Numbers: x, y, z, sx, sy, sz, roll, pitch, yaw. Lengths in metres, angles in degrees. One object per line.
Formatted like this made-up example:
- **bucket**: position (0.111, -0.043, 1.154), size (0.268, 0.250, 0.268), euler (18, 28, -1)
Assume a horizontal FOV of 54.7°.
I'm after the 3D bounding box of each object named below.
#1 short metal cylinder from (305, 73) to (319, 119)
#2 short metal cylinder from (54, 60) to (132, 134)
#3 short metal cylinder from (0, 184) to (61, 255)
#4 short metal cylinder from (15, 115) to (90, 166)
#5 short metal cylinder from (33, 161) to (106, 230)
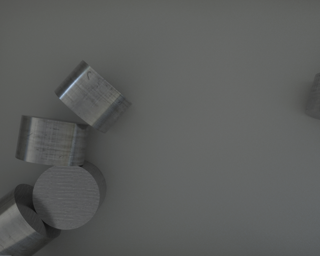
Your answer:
- **short metal cylinder**: position (0.230, -0.034, 0.387), size (0.080, 0.080, 0.050), euler (16, 90, -1)
- **short metal cylinder**: position (-0.081, -0.038, 0.383), size (0.080, 0.080, 0.050), euler (42, 90, -1)
- **short metal cylinder**: position (-0.169, 0.116, 0.382), size (0.050, 0.080, 0.080), euler (-37, 90, 0)
- **short metal cylinder**: position (-0.131, 0.015, 0.382), size (0.081, 0.080, 0.050), euler (9, 90, -1)
- **short metal cylinder**: position (-0.113, 0.083, 0.398), size (0.081, 0.050, 0.079), euler (0, 90, -1)
